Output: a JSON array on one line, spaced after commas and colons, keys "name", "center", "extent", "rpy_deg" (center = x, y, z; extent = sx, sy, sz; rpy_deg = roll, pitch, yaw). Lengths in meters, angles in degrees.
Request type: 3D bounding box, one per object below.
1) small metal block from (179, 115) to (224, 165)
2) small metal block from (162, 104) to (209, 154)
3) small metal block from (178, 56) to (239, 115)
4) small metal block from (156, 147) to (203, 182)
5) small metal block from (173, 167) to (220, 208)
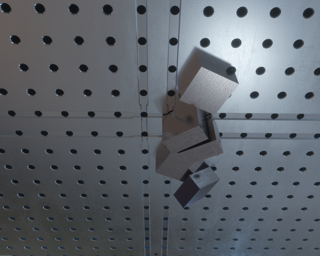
[{"name": "small metal block", "center": [0.052, 0.015, 0.408], "extent": [0.050, 0.050, 0.025], "rpy_deg": [-21, 127, 17]}, {"name": "small metal block", "center": [0.031, -0.001, 0.394], "extent": [0.050, 0.050, 0.025], "rpy_deg": [-25, 126, 20]}, {"name": "small metal block", "center": [0.057, -0.050, 0.370], "extent": [0.050, 0.025, 0.050], "rpy_deg": [21, 127, -17]}, {"name": "small metal block", "center": [0.027, 0.049, 0.453], "extent": [0.050, 0.025, 0.050], "rpy_deg": [21, 127, -17]}, {"name": "small metal block", "center": [0.056, 0.090, 0.471], "extent": [0.050, 0.025, 0.050], "rpy_deg": [-13, 144, -44]}]
